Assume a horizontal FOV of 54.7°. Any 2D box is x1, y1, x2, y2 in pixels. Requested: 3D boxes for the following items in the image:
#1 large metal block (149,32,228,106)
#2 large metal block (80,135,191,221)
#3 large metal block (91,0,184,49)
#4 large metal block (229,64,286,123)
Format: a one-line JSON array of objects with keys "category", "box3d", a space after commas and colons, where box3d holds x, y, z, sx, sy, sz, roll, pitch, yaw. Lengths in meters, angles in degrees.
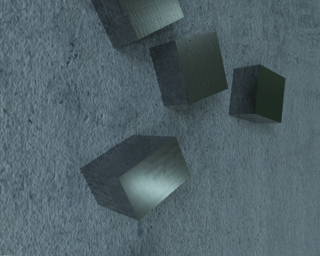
[{"category": "large metal block", "box3d": [0.041, -0.080, 0.422, 0.081, 0.050, 0.080, -24, 105, -37]}, {"category": "large metal block", "box3d": [-0.028, 0.049, 0.346, 0.081, 0.080, 0.050, -34, 111, -35]}, {"category": "large metal block", "box3d": [-0.029, -0.150, 0.364, 0.080, 0.050, 0.080, -38, 113, -33]}, {"category": "large metal block", "box3d": [0.166, -0.054, 0.527, 0.081, 0.050, 0.080, 13, 82, -39]}]
